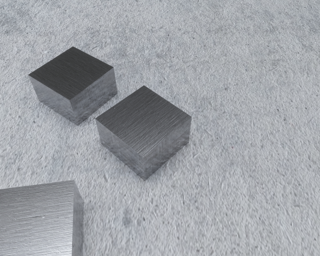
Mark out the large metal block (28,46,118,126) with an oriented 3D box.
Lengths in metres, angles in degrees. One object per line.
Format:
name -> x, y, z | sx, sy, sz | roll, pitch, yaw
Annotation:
large metal block -> -0.120, -0.061, 0.437 | 0.080, 0.050, 0.080 | 30, 56, 22

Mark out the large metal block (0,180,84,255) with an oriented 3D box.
large metal block -> -0.120, 0.103, 0.300 | 0.081, 0.050, 0.080 | -6, 50, -6

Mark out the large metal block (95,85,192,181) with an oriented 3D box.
large metal block -> -0.019, 0.004, 0.384 | 0.080, 0.050, 0.080 | 36, 59, 26
